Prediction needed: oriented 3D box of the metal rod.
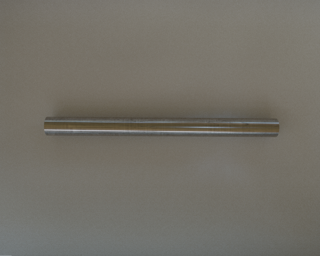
[{"bbox_3d":[0.003,-0.001,0.409,0.302,0.025,0.025,0,90,-1],"label":"metal rod"}]
